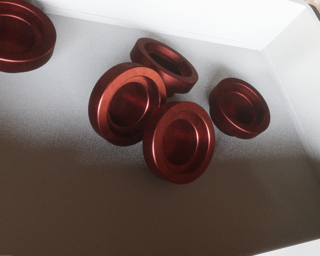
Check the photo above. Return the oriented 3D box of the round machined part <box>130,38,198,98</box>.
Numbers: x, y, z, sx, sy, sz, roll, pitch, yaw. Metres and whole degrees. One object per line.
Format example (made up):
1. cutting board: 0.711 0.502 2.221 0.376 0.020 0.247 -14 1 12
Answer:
1. round machined part: 0.001 -0.079 0.432 0.098 0.042 0.098 26 32 -17

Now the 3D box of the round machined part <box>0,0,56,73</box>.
1. round machined part: -0.176 -0.104 0.364 0.099 0.042 0.098 14 56 -21

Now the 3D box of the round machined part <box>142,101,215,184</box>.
1. round machined part: 0.018 0.016 0.378 0.099 0.042 0.097 -3 95 -38

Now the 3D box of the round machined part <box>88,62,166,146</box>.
1. round machined part: -0.042 -0.031 0.369 0.099 0.097 0.042 -22 36 -36

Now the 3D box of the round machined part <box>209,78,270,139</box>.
1. round machined part: 0.116 -0.026 0.475 0.099 0.042 0.098 14 56 -21
